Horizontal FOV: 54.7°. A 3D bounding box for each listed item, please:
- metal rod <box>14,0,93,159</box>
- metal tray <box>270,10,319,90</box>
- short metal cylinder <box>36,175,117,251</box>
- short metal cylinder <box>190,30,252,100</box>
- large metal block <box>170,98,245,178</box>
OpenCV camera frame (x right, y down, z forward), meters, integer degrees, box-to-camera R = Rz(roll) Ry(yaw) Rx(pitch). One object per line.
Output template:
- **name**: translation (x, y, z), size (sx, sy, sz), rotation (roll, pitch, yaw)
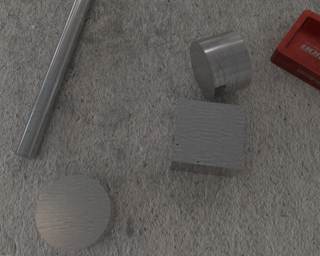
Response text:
- **metal rod**: translation (-0.141, -0.101, 0.444), size (0.025, 0.025, 0.299), rotation (11, 70, 4)
- **metal tray**: translation (0.240, -0.102, 0.444), size (0.130, 0.030, 0.090), rotation (35, 73, 11)
- **short metal cylinder**: translation (-0.094, 0.098, 0.358), size (0.081, 0.050, 0.080), rotation (0, 70, 0)
- **short metal cylinder**: translation (0.079, -0.082, 0.410), size (0.050, 0.080, 0.080), rotation (-19, 71, -7)
- **large metal block**: translation (0.059, 0.014, 0.390), size (0.080, 0.050, 0.080), rotation (7, 70, 2)
